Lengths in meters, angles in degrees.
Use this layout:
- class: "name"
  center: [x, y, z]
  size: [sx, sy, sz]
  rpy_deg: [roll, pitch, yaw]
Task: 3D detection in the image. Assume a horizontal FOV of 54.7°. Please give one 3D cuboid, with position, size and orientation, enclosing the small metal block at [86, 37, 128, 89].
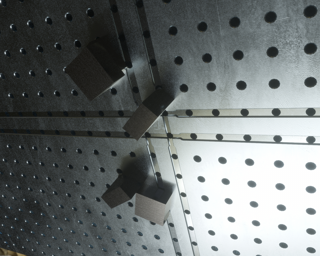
- class: "small metal block"
  center: [-0.078, -0.079, 0.402]
  size: [0.050, 0.025, 0.050]
  rpy_deg: [46, 129, -4]

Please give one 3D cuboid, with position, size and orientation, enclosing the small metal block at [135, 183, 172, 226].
- class: "small metal block"
  center: [-0.011, 0.121, 0.490]
  size: [0.050, 0.025, 0.050]
  rpy_deg: [18, 125, 17]

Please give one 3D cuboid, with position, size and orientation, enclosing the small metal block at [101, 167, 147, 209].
- class: "small metal block"
  center: [-0.056, 0.092, 0.480]
  size: [0.050, 0.050, 0.025]
  rpy_deg: [-33, 100, 38]

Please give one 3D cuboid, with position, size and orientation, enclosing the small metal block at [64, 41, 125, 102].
- class: "small metal block"
  center: [-0.080, -0.068, 0.377]
  size: [0.050, 0.025, 0.050]
  rpy_deg: [-30, 102, 37]

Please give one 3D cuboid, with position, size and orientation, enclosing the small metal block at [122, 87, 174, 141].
- class: "small metal block"
  center: [-0.014, -0.018, 0.390]
  size: [0.025, 0.050, 0.050]
  rpy_deg: [41, 129, 0]
